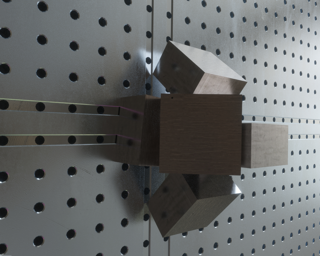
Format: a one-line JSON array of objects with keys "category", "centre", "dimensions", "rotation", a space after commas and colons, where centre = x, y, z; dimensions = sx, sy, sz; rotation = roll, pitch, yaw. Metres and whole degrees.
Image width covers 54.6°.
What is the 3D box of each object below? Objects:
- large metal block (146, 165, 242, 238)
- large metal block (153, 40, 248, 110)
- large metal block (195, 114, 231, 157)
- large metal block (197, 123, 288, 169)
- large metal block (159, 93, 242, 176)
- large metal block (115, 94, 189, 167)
[{"category": "large metal block", "centre": [0.042, 0.091, 0.401], "dimensions": [0.081, 0.050, 0.080], "rotation": [3, 133, -40]}, {"category": "large metal block", "centre": [0.051, -0.066, 0.405], "dimensions": [0.081, 0.080, 0.050], "rotation": [3, 127, -40]}, {"category": "large metal block", "centre": [0.061, 0.010, 0.442], "dimensions": [0.081, 0.050, 0.080], "rotation": [4, 88, -40]}, {"category": "large metal block", "centre": [0.105, 0.020, 0.395], "dimensions": [0.081, 0.080, 0.050], "rotation": [2, 89, -40]}, {"category": "large metal block", "centre": [0.042, 0.006, 0.332], "dimensions": [0.080, 0.050, 0.080], "rotation": [1, 90, 5]}, {"category": "large metal block", "centre": [-0.005, 0.006, 0.388], "dimensions": [0.081, 0.050, 0.080], "rotation": [9, 85, -40]}]
